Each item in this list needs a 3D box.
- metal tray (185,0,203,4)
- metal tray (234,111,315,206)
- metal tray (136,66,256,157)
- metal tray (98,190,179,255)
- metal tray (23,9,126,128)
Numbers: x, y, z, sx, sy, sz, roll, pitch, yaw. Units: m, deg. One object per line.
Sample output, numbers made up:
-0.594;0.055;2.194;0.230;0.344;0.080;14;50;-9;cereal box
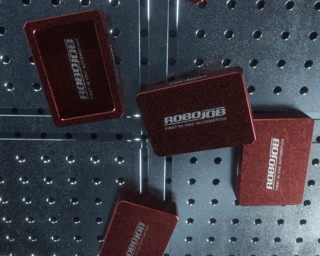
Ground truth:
0.003;-0.204;0.336;0.131;0.030;0.089;22;109;-8;metal tray
0.154;0.044;0.428;0.090;0.030;0.129;-2;110;0;metal tray
0.045;-0.017;0.387;0.130;0.030;0.090;-10;111;20;metal tray
-0.035;0.166;0.471;0.090;0.030;0.129;18;109;-7;metal tray
-0.100;-0.071;0.383;0.090;0.030;0.129;-10;110;3;metal tray
